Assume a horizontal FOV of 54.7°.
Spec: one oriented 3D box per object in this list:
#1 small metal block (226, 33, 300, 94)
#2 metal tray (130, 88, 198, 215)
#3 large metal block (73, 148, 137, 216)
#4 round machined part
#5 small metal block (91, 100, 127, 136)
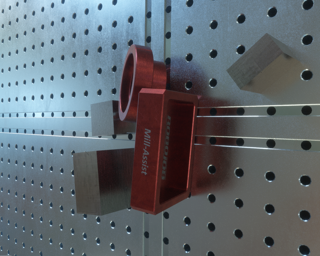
[{"bbox_3d":[0.103,-0.062,0.307,0.050,0.050,0.025,-44,64,31],"label":"small metal block"},{"bbox_3d":[0.008,0.023,0.356,0.030,0.090,0.129,7,95,29],"label":"metal tray"},{"bbox_3d":[-0.069,0.070,0.428,0.050,0.081,0.080,-9,85,39],"label":"large metal block"},{"bbox_3d":[-0.022,-0.054,0.395,0.098,0.042,0.097,-172,89,-73],"label":"round machined part"},{"bbox_3d":[-0.079,-0.014,0.472,0.050,0.025,0.050,-6,87,39],"label":"small metal block"}]
